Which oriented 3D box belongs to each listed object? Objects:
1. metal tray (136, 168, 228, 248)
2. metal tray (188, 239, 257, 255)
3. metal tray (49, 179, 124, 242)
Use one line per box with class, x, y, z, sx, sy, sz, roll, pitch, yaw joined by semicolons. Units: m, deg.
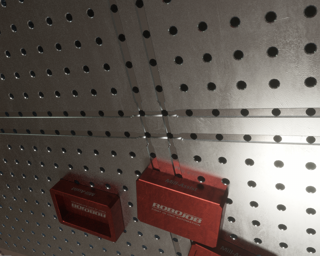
metal tray;0.030;0.119;0.465;0.130;0.030;0.089;14;124;20
metal tray;0.107;0.225;0.489;0.130;0.030;0.089;21;126;15
metal tray;-0.133;0.151;0.568;0.130;0.030;0.089;10;123;22
